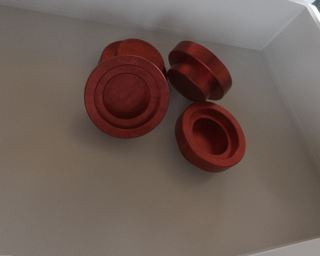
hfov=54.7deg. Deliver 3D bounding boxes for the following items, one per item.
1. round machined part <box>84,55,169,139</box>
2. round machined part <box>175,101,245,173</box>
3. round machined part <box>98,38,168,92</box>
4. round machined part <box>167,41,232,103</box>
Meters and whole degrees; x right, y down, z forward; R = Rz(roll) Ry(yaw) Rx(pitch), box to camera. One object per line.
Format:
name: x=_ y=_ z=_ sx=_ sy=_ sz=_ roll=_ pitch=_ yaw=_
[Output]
round machined part: x=-0.042 y=-0.039 z=0.376 sx=0.099 sy=0.042 sz=0.097 roll=-3 pitch=104 yaw=-14
round machined part: x=0.063 y=0.015 z=0.422 sx=0.099 sy=0.042 sz=0.098 roll=14 pitch=56 yaw=-21
round machined part: x=-0.033 y=-0.085 z=0.430 sx=0.099 sy=0.042 sz=0.098 roll=14 pitch=56 yaw=-21
round machined part: x=0.049 y=-0.072 z=0.439 sx=0.098 sy=0.098 sz=0.042 roll=41 pitch=78 yaw=-1
